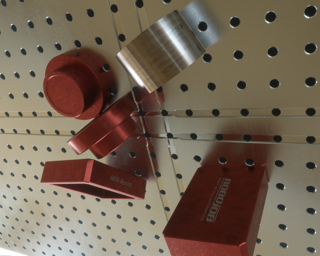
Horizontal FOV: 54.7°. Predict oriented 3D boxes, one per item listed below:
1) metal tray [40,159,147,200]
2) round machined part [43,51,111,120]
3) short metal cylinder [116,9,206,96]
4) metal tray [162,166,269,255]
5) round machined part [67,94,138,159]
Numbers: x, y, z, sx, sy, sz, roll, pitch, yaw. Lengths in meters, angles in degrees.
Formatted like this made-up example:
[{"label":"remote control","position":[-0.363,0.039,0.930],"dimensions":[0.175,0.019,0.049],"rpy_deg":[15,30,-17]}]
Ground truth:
[{"label":"metal tray","position":[-0.092,0.079,0.453],"dimensions":[0.090,0.030,0.130],"rpy_deg":[-7,156,31]},{"label":"round machined part","position":[-0.121,-0.053,0.429],"dimensions":[0.098,0.042,0.097],"rpy_deg":[13,124,20]},{"label":"short metal cylinder","position":[0.001,-0.078,0.326],"dimensions":[0.080,0.080,0.050],"rpy_deg":[-29,102,37]},{"label":"metal tray","position":[0.070,0.094,0.364],"dimensions":[0.090,0.131,0.030],"rpy_deg":[-4,116,30]},{"label":"round machined part","position":[-0.067,0.003,0.400],"dimensions":[0.098,0.098,0.042],"rpy_deg":[-31,103,37]}]
